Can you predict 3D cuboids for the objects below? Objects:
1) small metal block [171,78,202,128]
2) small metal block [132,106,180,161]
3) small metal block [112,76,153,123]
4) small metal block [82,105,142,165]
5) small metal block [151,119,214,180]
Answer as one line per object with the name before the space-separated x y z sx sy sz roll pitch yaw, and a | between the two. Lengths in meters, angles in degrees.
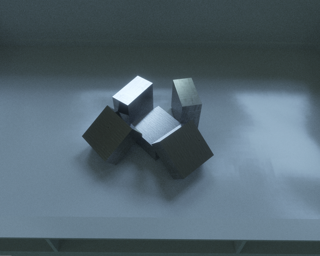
small metal block | 0.034 -0.030 0.412 0.025 0.050 0.050 -8 50 -8
small metal block | -0.004 0.006 0.397 0.050 0.025 0.050 -35 58 -26
small metal block | -0.034 -0.033 0.413 0.025 0.050 0.050 29 56 22
small metal block | -0.059 0.009 0.380 0.050 0.025 0.050 41 94 29
small metal block | 0.027 0.026 0.365 0.050 0.025 0.050 -34 95 -26
